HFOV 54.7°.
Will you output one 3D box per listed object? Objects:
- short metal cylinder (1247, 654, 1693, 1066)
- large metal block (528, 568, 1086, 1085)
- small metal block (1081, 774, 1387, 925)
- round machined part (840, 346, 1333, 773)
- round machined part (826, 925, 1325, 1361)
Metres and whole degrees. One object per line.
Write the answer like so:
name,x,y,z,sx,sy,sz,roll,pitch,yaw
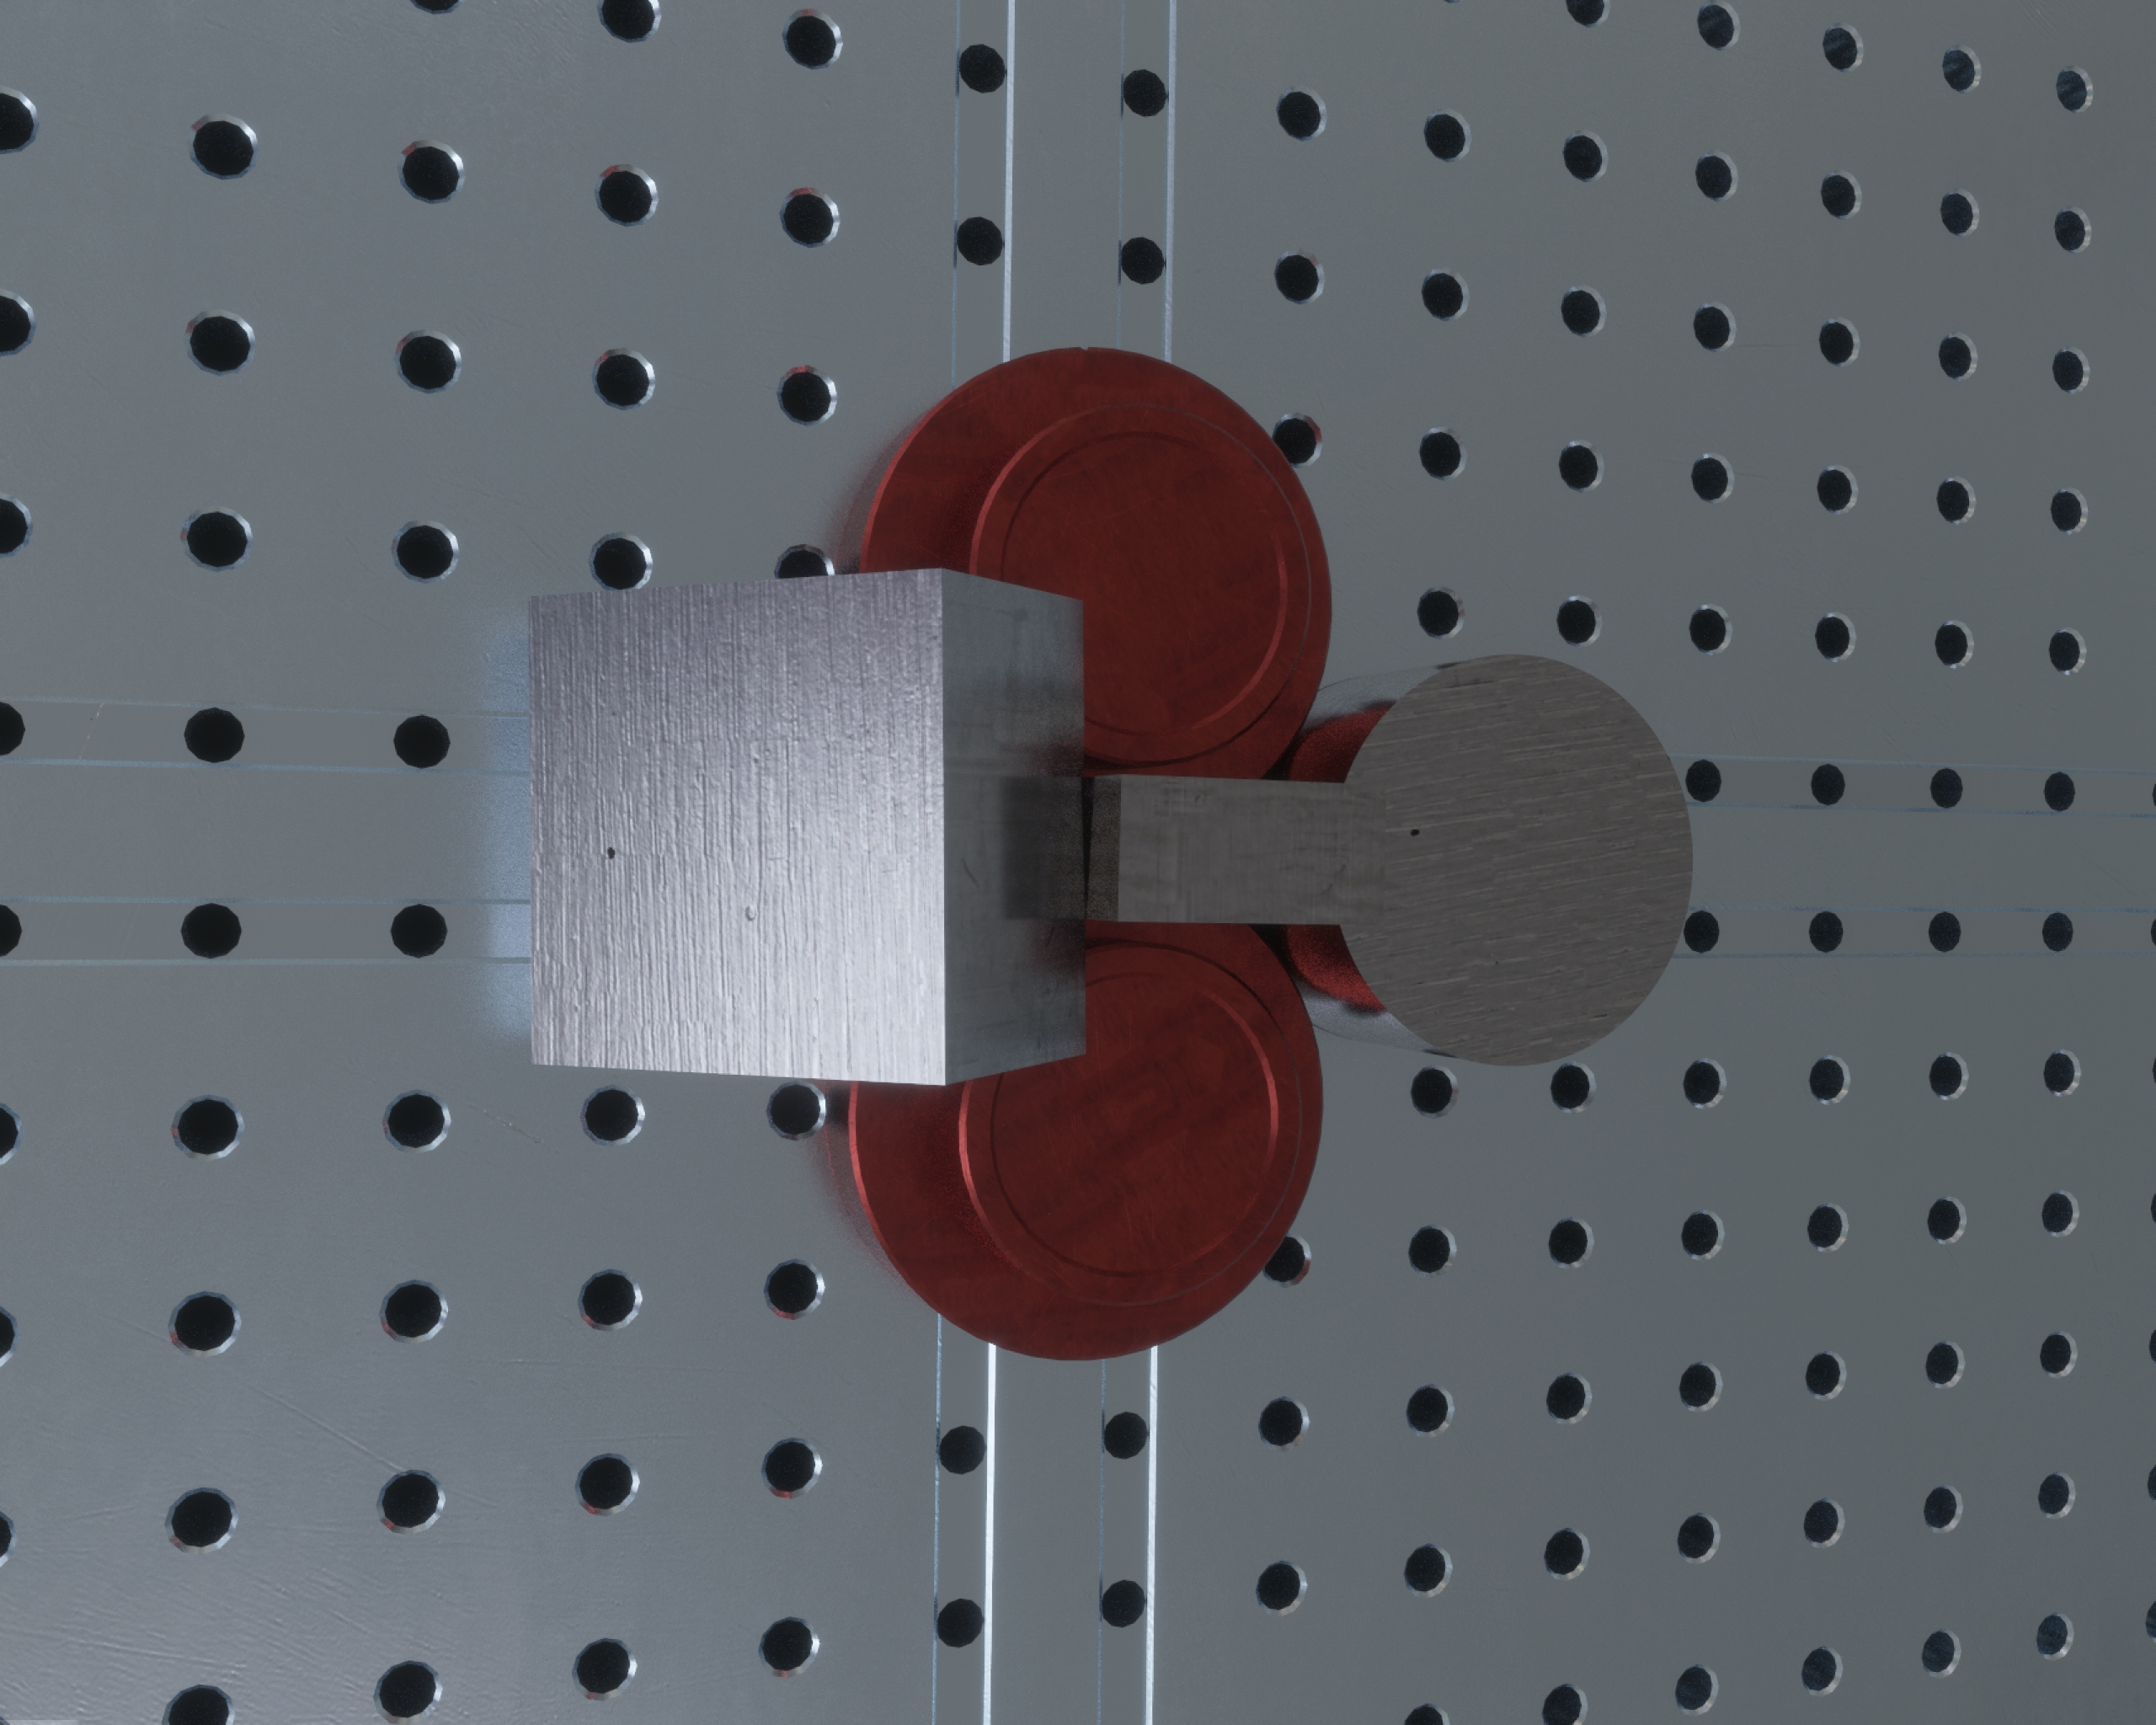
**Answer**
short metal cylinder,0.077,-0.001,0.426,0.081,0.050,0.080,0,90,-20
large metal block,-0.046,-0.006,0.360,0.050,0.080,0.080,-1,91,-65
small metal block,0.022,-0.002,0.384,0.050,0.050,0.025,1,90,-20
round machined part,0.006,-0.052,0.406,0.099,0.042,0.097,0,90,-20
round machined part,0.004,0.048,0.405,0.099,0.042,0.097,0,90,-20
